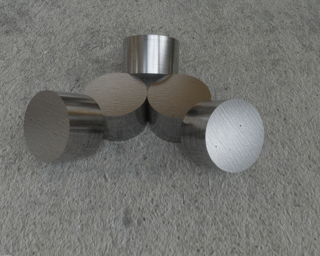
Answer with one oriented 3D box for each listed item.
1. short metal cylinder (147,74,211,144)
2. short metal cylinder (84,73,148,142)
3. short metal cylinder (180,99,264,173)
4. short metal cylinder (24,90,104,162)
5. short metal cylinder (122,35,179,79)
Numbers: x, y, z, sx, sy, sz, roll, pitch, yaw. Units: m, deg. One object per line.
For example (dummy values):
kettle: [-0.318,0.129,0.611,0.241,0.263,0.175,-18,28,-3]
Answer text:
short metal cylinder: [0.024,-0.026,0.410,0.080,0.050,0.080,0,50,0]
short metal cylinder: [-0.056,-0.029,0.412,0.080,0.050,0.080,0,50,0]
short metal cylinder: [0.071,0.007,0.355,0.081,0.080,0.050,-30,15,-23]
short metal cylinder: [-0.112,-0.002,0.362,0.080,0.080,0.050,39,20,28]
short metal cylinder: [-0.013,-0.098,0.444,0.080,0.080,0.050,1,93,1]
